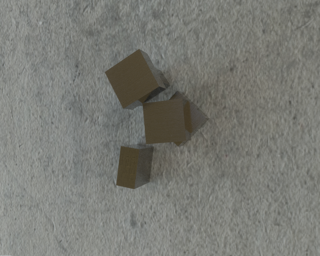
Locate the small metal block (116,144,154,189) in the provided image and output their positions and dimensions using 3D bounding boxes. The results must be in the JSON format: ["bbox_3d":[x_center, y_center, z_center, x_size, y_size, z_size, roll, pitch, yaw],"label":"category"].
[{"bbox_3d":[-0.032,0.049,0.406,0.025,0.050,0.050,8,93,19],"label":"small metal block"}]

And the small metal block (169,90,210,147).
[{"bbox_3d":[0.026,-0.012,0.399,0.050,0.025,0.050,46,104,14],"label":"small metal block"}]

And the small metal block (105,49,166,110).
[{"bbox_3d":[-0.029,-0.056,0.365,0.050,0.025,0.050,-30,81,17],"label":"small metal block"}]

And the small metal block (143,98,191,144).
[{"bbox_3d":[0.009,-0.007,0.379,0.050,0.025,0.050,-6,88,19],"label":"small metal block"}]

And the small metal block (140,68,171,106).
[{"bbox_3d":[-0.021,-0.054,0.402,0.050,0.050,0.025,-34,79,16],"label":"small metal block"}]
